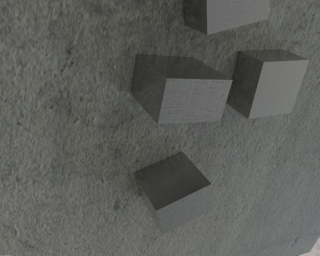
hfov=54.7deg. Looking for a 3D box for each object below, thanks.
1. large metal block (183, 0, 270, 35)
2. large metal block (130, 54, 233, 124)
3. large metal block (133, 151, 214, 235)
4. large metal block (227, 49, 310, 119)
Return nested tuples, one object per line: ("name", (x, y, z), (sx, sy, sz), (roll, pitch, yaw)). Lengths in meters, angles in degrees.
("large metal block", (0.071, -0.155, 0.335), (0.081, 0.050, 0.079), (-20, 126, -17))
("large metal block", (0.021, -0.047, 0.355), (0.081, 0.080, 0.050), (-3, 120, -27))
("large metal block", (0.018, 0.088, 0.438), (0.081, 0.080, 0.050), (-22, 127, -15))
("large metal block", (0.149, -0.064, 0.435), (0.081, 0.050, 0.079), (-8, 122, -25))
